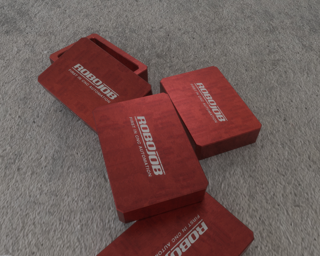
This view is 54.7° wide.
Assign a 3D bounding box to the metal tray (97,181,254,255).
[{"bbox_3d":[0.015,0.121,0.298,0.131,0.030,0.090,-36,59,-26],"label":"metal tray"}]

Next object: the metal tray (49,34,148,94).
[{"bbox_3d":[-0.093,-0.090,0.474,0.130,0.030,0.091,37,59,27],"label":"metal tray"}]

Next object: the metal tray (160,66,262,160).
[{"bbox_3d":[0.064,-0.026,0.422,0.091,0.030,0.130,-16,52,-13],"label":"metal tray"}]

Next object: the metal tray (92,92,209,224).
[{"bbox_3d":[-0.015,0.025,0.333,0.091,0.030,0.130,-14,55,-12],"label":"metal tray"}]

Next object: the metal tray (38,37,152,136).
[{"bbox_3d":[-0.086,-0.054,0.415,0.130,0.030,0.090,38,76,17],"label":"metal tray"}]
